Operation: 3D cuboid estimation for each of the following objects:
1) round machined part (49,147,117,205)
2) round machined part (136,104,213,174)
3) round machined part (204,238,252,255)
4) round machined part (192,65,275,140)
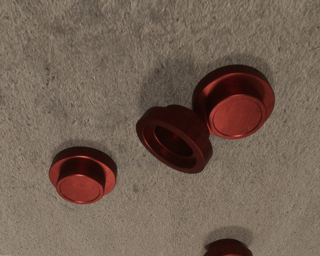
[{"bbox_3d":[-0.115,0.077,0.460,0.099,0.042,0.097,-1,130,0],"label":"round machined part"},{"bbox_3d":[0.022,0.009,0.384,0.098,0.042,0.098,28,150,18],"label":"round machined part"},{"bbox_3d":[0.134,0.257,0.617,0.099,0.042,0.097,-1,130,0],"label":"round machined part"},{"bbox_3d":[0.090,-0.024,0.377,0.099,0.042,0.097,-1,130,0],"label":"round machined part"}]
